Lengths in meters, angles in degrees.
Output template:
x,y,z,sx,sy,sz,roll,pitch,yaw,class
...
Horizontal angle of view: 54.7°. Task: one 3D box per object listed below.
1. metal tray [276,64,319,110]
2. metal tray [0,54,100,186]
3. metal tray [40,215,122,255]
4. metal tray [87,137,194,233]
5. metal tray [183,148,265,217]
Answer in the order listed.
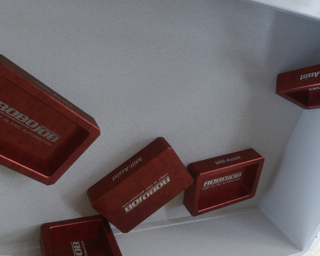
x,y,z,sx,sy,sz,roll,pitch,yaw,class
0.246,-0.060,0.439,0.091,0.130,0.030,18,75,-34,metal tray
-0.141,-0.002,0.326,0.090,0.030,0.130,-47,129,4,metal tray
-0.097,0.172,0.394,0.091,0.130,0.030,-1,119,-28,metal tray
-0.025,0.084,0.444,0.130,0.030,0.090,-36,129,-4,metal tray
0.106,0.090,0.518,0.131,0.030,0.089,-11,123,-23,metal tray
